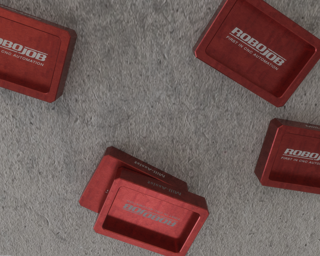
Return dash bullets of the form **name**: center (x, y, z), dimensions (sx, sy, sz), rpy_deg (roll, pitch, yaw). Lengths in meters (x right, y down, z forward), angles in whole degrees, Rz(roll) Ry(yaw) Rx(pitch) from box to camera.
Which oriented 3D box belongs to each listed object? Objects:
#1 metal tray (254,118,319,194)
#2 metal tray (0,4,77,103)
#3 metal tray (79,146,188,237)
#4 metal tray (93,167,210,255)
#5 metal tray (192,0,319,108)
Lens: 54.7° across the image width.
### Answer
- **metal tray**: center (0.207, 0.042, 0.424), dimensions (0.131, 0.030, 0.089), rpy_deg (9, 110, -4)
- **metal tray**: center (-0.176, -0.093, 0.370), dimensions (0.131, 0.030, 0.089), rpy_deg (18, 109, -7)
- **metal tray**: center (-0.036, 0.094, 0.441), dimensions (0.131, 0.030, 0.090), rpy_deg (28, 108, -10)
- **metal tray**: center (-0.012, 0.117, 0.417), dimensions (0.131, 0.030, 0.089), rpy_deg (22, 109, -8)
- **metal tray**: center (0.117, -0.095, 0.372), dimensions (0.131, 0.030, 0.090), rpy_deg (29, 107, -11)
